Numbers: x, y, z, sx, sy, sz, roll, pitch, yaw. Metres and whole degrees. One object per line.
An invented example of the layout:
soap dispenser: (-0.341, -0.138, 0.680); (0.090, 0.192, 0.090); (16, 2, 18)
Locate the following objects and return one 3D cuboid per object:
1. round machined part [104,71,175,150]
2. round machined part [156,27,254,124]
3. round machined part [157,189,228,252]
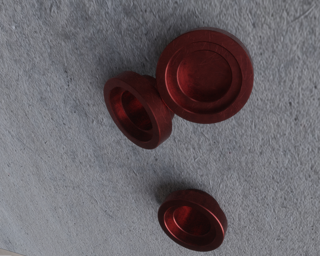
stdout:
round machined part: (-0.021, -0.025, 0.377); (0.098, 0.042, 0.097); (34, 145, 29)
round machined part: (0.048, -0.057, 0.328); (0.098, 0.042, 0.097); (7, 117, 14)
round machined part: (0.050, 0.128, 0.449); (0.098, 0.042, 0.097); (13, 124, 21)
